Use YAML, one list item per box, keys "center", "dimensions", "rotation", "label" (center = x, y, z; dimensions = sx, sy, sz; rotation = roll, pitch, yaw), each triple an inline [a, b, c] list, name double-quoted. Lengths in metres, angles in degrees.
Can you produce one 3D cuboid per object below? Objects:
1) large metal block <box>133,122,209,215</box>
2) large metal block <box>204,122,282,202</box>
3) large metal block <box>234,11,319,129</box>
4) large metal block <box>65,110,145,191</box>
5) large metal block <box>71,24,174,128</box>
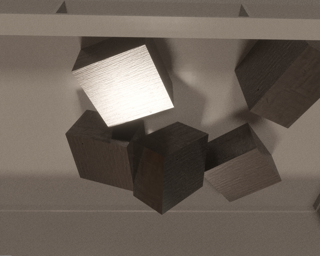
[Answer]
- center: [0.013, 0.047, 0.389]
  dimensions: [0.050, 0.081, 0.079]
  rotation: [24, 123, 38]
  label: "large metal block"
- center: [0.111, 0.051, 0.438]
  dimensions: [0.080, 0.050, 0.080]
  rotation: [-30, 125, 22]
  label: "large metal block"
- center: [0.130, -0.061, 0.323]
  dimensions: [0.050, 0.080, 0.080]
  rotation: [22, 127, -18]
  label: "large metal block"
- center: [-0.064, 0.029, 0.400]
  dimensions: [0.080, 0.050, 0.079]
  rotation: [11, 132, 17]
  label: "large metal block"
- center: [-0.037, -0.056, 0.345]
  dimensions: [0.080, 0.050, 0.080]
  rotation: [-17, 128, 13]
  label: "large metal block"
